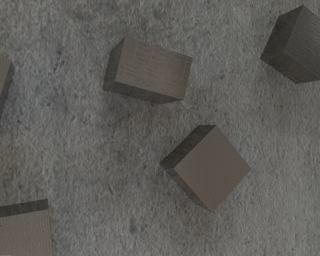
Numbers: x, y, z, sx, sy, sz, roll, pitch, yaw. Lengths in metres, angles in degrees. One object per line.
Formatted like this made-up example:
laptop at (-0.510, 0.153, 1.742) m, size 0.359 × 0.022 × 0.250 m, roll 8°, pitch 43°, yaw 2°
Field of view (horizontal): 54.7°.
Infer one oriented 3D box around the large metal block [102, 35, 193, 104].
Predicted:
large metal block at (-0.018, -0.065, 0.374) m, size 0.081 × 0.080 × 0.050 m, roll 13°, pitch 86°, yaw -20°

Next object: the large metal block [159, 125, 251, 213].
large metal block at (0.061, 0.052, 0.420) m, size 0.080 × 0.050 × 0.080 m, roll -44°, pitch 104°, yaw -15°

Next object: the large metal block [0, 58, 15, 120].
large metal block at (-0.206, -0.040, 0.320) m, size 0.081 × 0.050 × 0.080 m, roll 16°, pitch 85°, yaw -20°

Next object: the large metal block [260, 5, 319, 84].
large metal block at (0.215, -0.125, 0.477) m, size 0.080 × 0.050 × 0.080 m, roll 28°, pitch 81°, yaw -18°

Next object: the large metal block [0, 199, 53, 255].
large metal block at (-0.161, 0.129, 0.337) m, size 0.081 × 0.050 × 0.079 m, roll -6°, pitch 92°, yaw -20°
